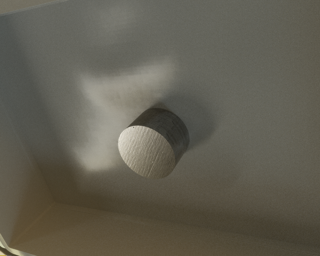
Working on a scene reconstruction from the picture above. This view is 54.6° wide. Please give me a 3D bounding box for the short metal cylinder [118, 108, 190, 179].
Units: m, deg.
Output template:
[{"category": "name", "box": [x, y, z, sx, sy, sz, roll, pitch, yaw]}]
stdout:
[{"category": "short metal cylinder", "box": [-0.007, 0.020, 0.409, 0.080, 0.050, 0.080, 13, 124, 21]}]
